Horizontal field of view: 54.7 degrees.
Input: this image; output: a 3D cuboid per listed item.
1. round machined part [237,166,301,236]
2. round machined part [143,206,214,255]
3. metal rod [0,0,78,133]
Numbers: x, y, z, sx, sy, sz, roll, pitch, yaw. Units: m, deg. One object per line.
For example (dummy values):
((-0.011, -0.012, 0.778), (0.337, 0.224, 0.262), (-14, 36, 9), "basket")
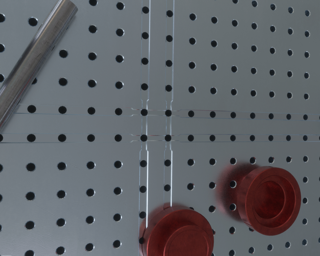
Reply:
((0.156, 0.105, 0.461), (0.099, 0.042, 0.097), (0, 90, -20), "round machined part")
((0.030, 0.158, 0.415), (0.099, 0.042, 0.097), (0, 90, -20), "round machined part")
((-0.179, -0.019, 0.346), (0.025, 0.025, 0.299), (31, 80, -18), "metal rod")
